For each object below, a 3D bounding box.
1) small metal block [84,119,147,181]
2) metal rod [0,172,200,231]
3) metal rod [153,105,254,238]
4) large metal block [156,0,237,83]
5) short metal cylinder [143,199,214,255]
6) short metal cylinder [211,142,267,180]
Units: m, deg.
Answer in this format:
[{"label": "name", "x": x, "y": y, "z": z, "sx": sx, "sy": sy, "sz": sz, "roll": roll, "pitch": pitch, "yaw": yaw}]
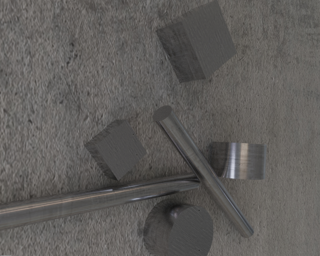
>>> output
[{"label": "small metal block", "x": -0.051, "y": 0.025, "z": 0.362, "sx": 0.050, "sy": 0.025, "sz": 0.050, "roll": -43, "pitch": 116, "yaw": -31}, {"label": "metal rod", "x": -0.067, "y": 0.079, "z": 0.348, "sx": 0.302, "sy": 0.025, "sz": 0.025, "roll": -2, "pitch": 91, "yaw": -40}, {"label": "metal rod", "x": 0.076, "y": 0.080, "z": 0.442, "sx": 0.025, "sy": 0.025, "sz": 0.300, "roll": -57, "pitch": 130, "yaw": -25}, {"label": "large metal block", "x": 0.053, "y": -0.120, "z": 0.432, "sx": 0.080, "sy": 0.050, "sz": 0.080, "roll": -41, "pitch": 115, "yaw": -32}, {"label": "short metal cylinder", "x": 0.025, "y": 0.138, "z": 0.410, "sx": 0.081, "sy": 0.050, "sz": 0.080, "roll": 0, "pitch": 90, "yaw": -40}, {"label": "short metal cylinder", "x": 0.118, "y": 0.048, "z": 0.468, "sx": 0.081, "sy": 0.080, "sz": 0.050, "roll": 5, "pitch": 87, "yaw": -40}]
